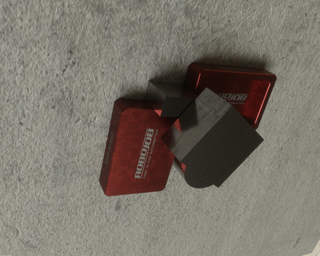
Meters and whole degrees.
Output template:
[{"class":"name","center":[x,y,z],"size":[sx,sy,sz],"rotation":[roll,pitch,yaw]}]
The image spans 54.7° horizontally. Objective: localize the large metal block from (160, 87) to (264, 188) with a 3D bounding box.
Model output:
[{"class":"large metal block","center":[0.063,0.013,0.368],"size":[0.080,0.050,0.080],"rotation":[-48,129,6]}]

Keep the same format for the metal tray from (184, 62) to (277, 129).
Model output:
[{"class":"metal tray","center":[0.092,-0.040,0.431],"size":[0.131,0.030,0.089],"rotation":[-2,119,-28]}]

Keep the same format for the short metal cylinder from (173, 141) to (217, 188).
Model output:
[{"class":"short metal cylinder","center":[0.059,0.040,0.449],"size":[0.081,0.050,0.079],"rotation":[-13,124,-20]}]

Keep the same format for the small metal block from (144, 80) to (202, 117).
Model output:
[{"class":"small metal block","center":[0.015,-0.036,0.378],"size":[0.050,0.050,0.025],"rotation":[1,118,-29]}]

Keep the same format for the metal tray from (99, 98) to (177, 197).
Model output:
[{"class":"metal tray","center":[-0.024,0.027,0.410],"size":[0.091,0.030,0.129],"rotation":[1,118,-29]}]
